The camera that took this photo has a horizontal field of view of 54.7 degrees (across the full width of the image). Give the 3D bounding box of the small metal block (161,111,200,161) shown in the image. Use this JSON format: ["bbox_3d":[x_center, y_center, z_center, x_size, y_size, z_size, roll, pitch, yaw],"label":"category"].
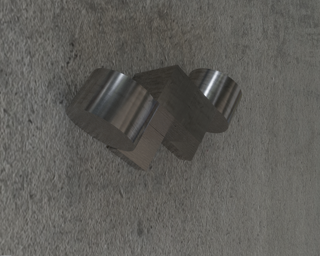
[{"bbox_3d":[0.031,0.011,0.432,0.050,0.025,0.050,43,64,-32],"label":"small metal block"}]

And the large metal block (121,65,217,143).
[{"bbox_3d":[0.007,-0.026,0.377,0.080,0.080,0.050,42,64,-32],"label":"large metal block"}]

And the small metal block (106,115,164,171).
[{"bbox_3d":[-0.030,0.018,0.382,0.050,0.025,0.050,43,64,-32],"label":"small metal block"}]

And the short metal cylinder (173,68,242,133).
[{"bbox_3d":[0.065,-0.036,0.424,0.080,0.080,0.050,43,64,-32],"label":"short metal cylinder"}]

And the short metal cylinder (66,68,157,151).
[{"bbox_3d":[-0.050,-0.018,0.328,0.080,0.080,0.050,42,64,-32],"label":"short metal cylinder"}]
